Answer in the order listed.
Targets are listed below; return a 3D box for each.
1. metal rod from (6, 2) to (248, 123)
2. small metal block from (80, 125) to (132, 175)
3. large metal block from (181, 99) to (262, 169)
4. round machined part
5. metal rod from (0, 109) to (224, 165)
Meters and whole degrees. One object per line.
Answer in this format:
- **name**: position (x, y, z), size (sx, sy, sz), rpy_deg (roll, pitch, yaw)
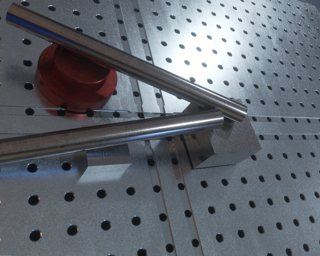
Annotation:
- **metal rod**: position (-0.029, -0.073, 0.376), size (0.302, 0.025, 0.025), rpy_deg (22, 53, -12)
- **small metal block**: position (-0.065, 0.024, 0.360), size (0.050, 0.025, 0.050), rpy_deg (0, 62, -29)
- **large metal block**: position (0.081, 0.006, 0.430), size (0.081, 0.050, 0.080), rpy_deg (-2, 63, -30)
- **round machined part**: position (-0.100, -0.072, 0.388), size (0.099, 0.042, 0.098), rpy_deg (14, 56, -21)
- **metal rod**: position (-0.067, 0.010, 0.332), size (0.303, 0.025, 0.025), rpy_deg (-9, 66, -21)
